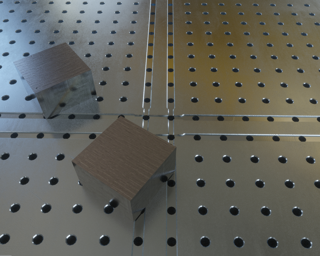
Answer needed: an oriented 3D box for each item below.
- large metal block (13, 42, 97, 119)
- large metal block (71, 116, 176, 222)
[{"bbox_3d":[-0.151,-0.071,0.450,0.080,0.050,0.080,-29,56,-22],"label":"large metal block"},{"bbox_3d":[-0.038,0.044,0.355,0.080,0.050,0.080,29,56,22],"label":"large metal block"}]
